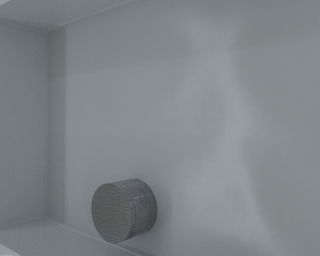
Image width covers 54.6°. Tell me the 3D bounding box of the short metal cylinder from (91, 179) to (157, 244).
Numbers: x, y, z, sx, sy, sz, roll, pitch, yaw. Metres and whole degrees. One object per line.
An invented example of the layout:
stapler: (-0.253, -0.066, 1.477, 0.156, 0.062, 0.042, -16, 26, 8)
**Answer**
short metal cylinder: (-0.051, 0.114, 0.434, 0.080, 0.050, 0.080, 0, 90, 40)
